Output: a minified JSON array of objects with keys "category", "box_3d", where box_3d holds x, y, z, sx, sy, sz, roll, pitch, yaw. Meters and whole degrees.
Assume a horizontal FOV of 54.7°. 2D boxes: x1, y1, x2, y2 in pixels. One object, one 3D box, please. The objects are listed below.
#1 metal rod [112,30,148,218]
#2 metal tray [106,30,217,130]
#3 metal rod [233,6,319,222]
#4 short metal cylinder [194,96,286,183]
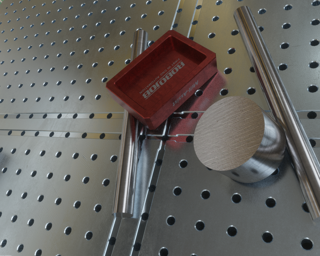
[{"category":"metal rod","box_3d":[-0.038,-0.026,0.442,0.025,0.025,0.299,-11,57,22]},{"category":"metal tray","box_3d":[0.003,-0.070,0.424,0.130,0.030,0.090,-43,60,-13]},{"category":"metal rod","box_3d":[0.135,-0.042,0.362,0.025,0.025,0.299,-19,54,17]},{"category":"short metal cylinder","box_3d":[0.083,0.013,0.327,0.080,0.050,0.080,-22,55,35]}]
